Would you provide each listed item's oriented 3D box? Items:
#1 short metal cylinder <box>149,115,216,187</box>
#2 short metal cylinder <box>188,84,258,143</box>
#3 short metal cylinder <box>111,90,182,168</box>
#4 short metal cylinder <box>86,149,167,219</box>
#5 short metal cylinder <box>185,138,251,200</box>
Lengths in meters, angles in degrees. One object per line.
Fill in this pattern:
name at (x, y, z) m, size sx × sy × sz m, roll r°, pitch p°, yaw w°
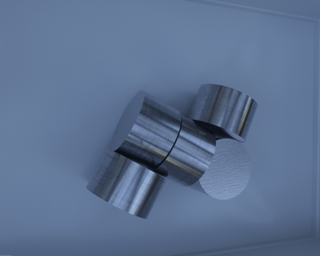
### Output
short metal cylinder at (0.025, 0.027, 0.391) m, size 0.050 × 0.080 × 0.080 m, roll 28°, pitch 81°, yaw -18°
short metal cylinder at (0.082, -0.018, 0.411) m, size 0.080 × 0.080 × 0.050 m, roll 24°, pitch 82°, yaw -19°
short metal cylinder at (-0.018, 0.002, 0.374) m, size 0.050 × 0.080 × 0.080 m, roll 27°, pitch 81°, yaw -18°
short metal cylinder at (-0.039, 0.065, 0.366) m, size 0.080 × 0.080 × 0.050 m, roll 31°, pitch 80°, yaw -18°
short metal cylinder at (0.076, 0.053, 0.425) m, size 0.081 × 0.050 × 0.079 m, roll 0°, pitch 90°, yaw -21°
